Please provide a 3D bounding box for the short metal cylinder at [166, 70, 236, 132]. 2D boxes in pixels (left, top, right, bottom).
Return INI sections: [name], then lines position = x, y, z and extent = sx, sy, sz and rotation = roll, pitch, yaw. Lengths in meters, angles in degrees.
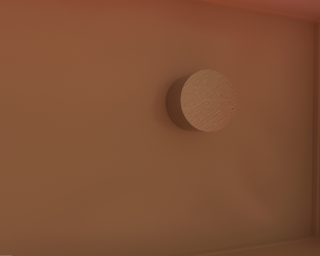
[short metal cylinder]
position = 0.055, -0.035, 0.419
extent = 0.081, 0.050, 0.079
rotation = 0, 90, -21
